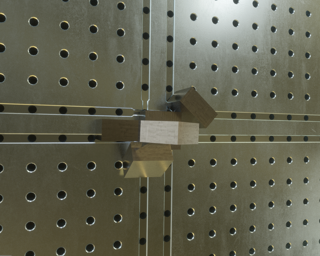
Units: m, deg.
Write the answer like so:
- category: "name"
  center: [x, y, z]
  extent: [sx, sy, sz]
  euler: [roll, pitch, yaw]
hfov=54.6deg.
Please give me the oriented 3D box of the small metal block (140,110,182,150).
- category: "small metal block"
  center: [0.000, 0.003, 0.412]
  extent: [0.050, 0.025, 0.050]
  euler: [2, 89, -21]

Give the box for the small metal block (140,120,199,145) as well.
- category: "small metal block"
  center: [0.012, 0.005, 0.366]
  extent: [0.050, 0.050, 0.025]
  euler: [3, 89, -57]

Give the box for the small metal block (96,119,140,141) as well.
- category: "small metal block"
  center: [-0.050, 0.003, 0.380]
  extent: [0.050, 0.050, 0.025]
  euler: [2, 90, -19]

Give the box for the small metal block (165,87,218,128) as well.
- category: "small metal block"
  center: [0.041, -0.026, 0.414]
  extent: [0.050, 0.050, 0.025]
  euler: [45, 76, -15]

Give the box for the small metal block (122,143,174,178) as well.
- category: "small metal block"
  center: [-0.017, 0.041, 0.390]
  extent: [0.050, 0.050, 0.025]
  euler: [1, 58, -20]
